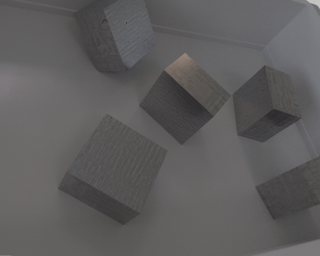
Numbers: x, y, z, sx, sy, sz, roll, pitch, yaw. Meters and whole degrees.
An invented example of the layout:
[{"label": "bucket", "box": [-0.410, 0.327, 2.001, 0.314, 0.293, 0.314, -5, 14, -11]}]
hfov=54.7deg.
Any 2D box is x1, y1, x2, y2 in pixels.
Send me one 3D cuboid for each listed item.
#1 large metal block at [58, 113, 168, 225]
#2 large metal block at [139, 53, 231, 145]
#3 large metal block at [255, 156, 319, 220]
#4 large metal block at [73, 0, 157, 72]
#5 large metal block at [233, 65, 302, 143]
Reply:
[{"label": "large metal block", "box": [-0.049, 0.045, 0.336, 0.080, 0.050, 0.080, 32, 52, -8]}, {"label": "large metal block", "box": [0.031, -0.036, 0.409, 0.080, 0.080, 0.050, 43, 51, 1]}, {"label": "large metal block", "box": [0.196, 0.079, 0.427, 0.081, 0.080, 0.050, -14, 69, -34]}, {"label": "large metal block", "box": [-0.055, -0.130, 0.412, 0.080, 0.050, 0.080, -52, 136, -39]}, {"label": "large metal block", "box": [0.161, -0.035, 0.478, 0.050, 0.080, 0.080, 15, 56, -20]}]
